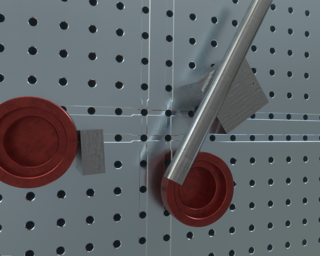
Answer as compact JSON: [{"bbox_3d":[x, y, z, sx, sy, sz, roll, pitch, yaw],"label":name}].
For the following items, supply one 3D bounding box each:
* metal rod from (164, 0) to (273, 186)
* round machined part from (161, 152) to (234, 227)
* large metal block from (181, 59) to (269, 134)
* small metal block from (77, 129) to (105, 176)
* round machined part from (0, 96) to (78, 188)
[{"bbox_3d":[0.083,-0.068,0.390,0.025,0.025,0.299,31,80,-18],"label":"metal rod"},{"bbox_3d":[0.047,0.080,0.421,0.099,0.042,0.097,0,90,-20],"label":"round machined part"},{"bbox_3d":[0.090,-0.047,0.432,0.080,0.050,0.080,-35,102,-17],"label":"large metal block"},{"bbox_3d":[-0.084,0.027,0.368,0.025,0.050,0.050,-3,91,-22],"label":"small metal block"},{"bbox_3d":[-0.142,0.015,0.346,0.099,0.042,0.097,0,91,-12],"label":"round machined part"}]
